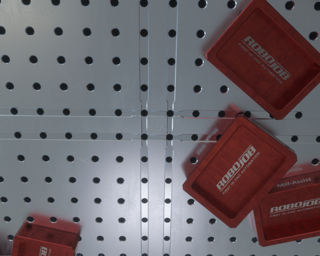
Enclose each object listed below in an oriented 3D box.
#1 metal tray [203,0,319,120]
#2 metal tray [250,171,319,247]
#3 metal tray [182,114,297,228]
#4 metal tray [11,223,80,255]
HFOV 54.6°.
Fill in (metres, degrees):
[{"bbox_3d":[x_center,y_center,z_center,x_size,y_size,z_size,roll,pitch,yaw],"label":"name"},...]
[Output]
[{"bbox_3d":[0.130,-0.083,0.380,0.130,0.030,0.090,38,106,-13],"label":"metal tray"},{"bbox_3d":[0.201,0.118,0.455,0.131,0.030,0.090,-13,110,4],"label":"metal tray"},{"bbox_3d":[0.104,0.057,0.416,0.090,0.030,0.129,38,107,9],"label":"metal tray"},{"bbox_3d":[-0.186,0.220,0.490,0.090,0.030,0.129,15,109,-6],"label":"metal tray"}]
